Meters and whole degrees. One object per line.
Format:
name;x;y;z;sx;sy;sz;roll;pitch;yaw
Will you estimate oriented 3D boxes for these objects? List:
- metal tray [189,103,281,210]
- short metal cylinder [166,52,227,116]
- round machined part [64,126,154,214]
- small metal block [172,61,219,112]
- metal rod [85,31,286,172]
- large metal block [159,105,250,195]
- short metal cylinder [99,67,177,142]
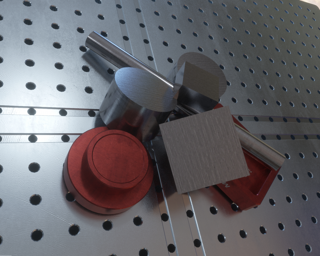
metal tray;0.098;0.037;0.431;0.130;0.030;0.090;45;51;3
short metal cylinder;0.050;-0.064;0.454;0.081;0.050;0.080;14;56;-21
round machined part;-0.051;0.041;0.339;0.099;0.042;0.098;14;56;-21
small metal block;0.046;-0.051;0.392;0.050;0.025;0.050;23;45;-14
metal rod;0.029;-0.038;0.411;0.301;0.025;0.025;34;51;6
large metal block;0.050;0.026;0.365;0.080;0.050;0.080;-15;83;1
short metal cylinder;-0.027;-0.029;0.377;0.080;0.050;0.080;22;35;-16
